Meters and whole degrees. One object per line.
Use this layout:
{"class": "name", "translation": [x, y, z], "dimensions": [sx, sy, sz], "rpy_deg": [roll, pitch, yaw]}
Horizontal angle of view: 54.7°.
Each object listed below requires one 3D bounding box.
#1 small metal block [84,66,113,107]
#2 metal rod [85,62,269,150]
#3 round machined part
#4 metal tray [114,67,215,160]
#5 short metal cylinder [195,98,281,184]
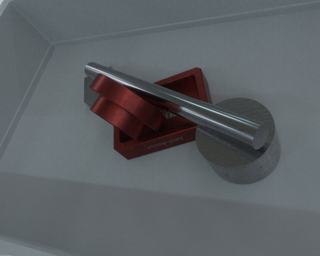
{"class": "small metal block", "translation": [-0.091, -0.062, 0.488], "dimensions": [0.050, 0.025, 0.050], "rpy_deg": [-20, 54, 16]}
{"class": "metal rod", "translation": [-0.008, -0.041, 0.379], "dimensions": [0.300, 0.025, 0.025], "rpy_deg": [27, 76, 43]}
{"class": "round machined part", "translation": [-0.045, -0.021, 0.375], "dimensions": [0.098, 0.098, 0.042], "rpy_deg": [31, 87, 37]}
{"class": "metal tray", "translation": [0.003, -0.019, 0.408], "dimensions": [0.130, 0.030, 0.090], "rpy_deg": [-17, 55, 17]}
{"class": "short metal cylinder", "translation": [0.085, 0.014, 0.334], "dimensions": [0.080, 0.050, 0.080], "rpy_deg": [-13, 56, 20]}
